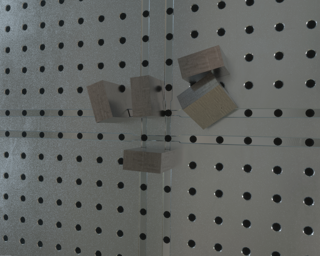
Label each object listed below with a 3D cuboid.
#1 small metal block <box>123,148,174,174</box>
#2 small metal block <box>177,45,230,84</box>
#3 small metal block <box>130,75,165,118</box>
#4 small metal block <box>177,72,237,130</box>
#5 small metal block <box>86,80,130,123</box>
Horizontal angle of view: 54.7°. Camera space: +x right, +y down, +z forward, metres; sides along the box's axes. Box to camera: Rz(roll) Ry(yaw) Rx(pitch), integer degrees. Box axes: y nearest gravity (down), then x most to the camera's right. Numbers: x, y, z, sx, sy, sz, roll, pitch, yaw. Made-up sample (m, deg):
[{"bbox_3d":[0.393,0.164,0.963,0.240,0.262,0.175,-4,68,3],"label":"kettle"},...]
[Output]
[{"bbox_3d":[-0.014,0.041,0.403,0.050,0.050,0.025,3,91,19],"label":"small metal block"},{"bbox_3d":[0.055,-0.075,0.379,0.050,0.050,0.025,-15,84,19],"label":"small metal block"},{"bbox_3d":[-0.015,-0.039,0.404,0.025,0.050,0.050,-5,89,20],"label":"small metal block"},{"bbox_3d":[0.057,-0.032,0.376,0.050,0.050,0.025,-35,45,16],"label":"small metal block"},{"bbox_3d":[-0.070,-0.034,0.423,0.025,0.050,0.050,-18,84,19],"label":"small metal block"}]
